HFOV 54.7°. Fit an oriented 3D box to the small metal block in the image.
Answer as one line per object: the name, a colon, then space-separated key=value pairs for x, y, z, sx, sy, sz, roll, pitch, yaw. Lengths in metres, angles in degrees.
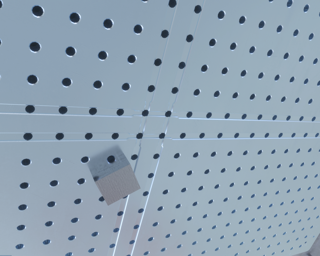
small metal block: x=-0.060 y=0.071 z=0.424 sx=0.050 sy=0.025 sz=0.050 roll=-26 pitch=128 yaw=-12
